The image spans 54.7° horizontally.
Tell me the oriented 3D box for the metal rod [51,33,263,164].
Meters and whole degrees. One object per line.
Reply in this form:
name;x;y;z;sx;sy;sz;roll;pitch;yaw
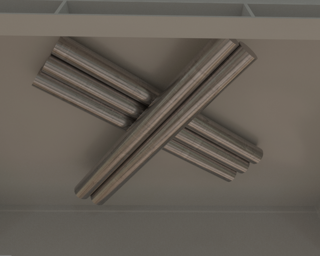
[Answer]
metal rod;0.014;-0.025;0.386;0.301;0.025;0.025;28;125;-22

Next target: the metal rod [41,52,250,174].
metal rod;-0.002;-0.009;0.399;0.301;0.025;0.025;28;125;-22

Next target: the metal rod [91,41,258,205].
metal rod;-0.002;0.013;0.385;0.025;0.025;0.299;30;124;-23

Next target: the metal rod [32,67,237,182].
metal rod;-0.017;0.005;0.411;0.301;0.025;0.025;28;125;-22

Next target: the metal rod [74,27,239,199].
metal rod;-0.023;0.002;0.376;0.025;0.025;0.299;30;124;-23
